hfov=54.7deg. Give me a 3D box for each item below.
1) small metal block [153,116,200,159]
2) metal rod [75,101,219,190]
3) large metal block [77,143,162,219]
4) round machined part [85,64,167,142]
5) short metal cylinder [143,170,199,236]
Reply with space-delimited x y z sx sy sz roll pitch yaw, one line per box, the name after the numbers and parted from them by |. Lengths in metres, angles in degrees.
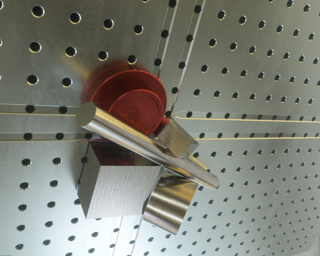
0.021 0.013 0.404 0.025 0.050 0.050 -48 164 9 | small metal block
0.010 0.039 0.400 0.025 0.025 0.301 -49 142 6 | metal rod
-0.055 0.068 0.405 0.081 0.050 0.079 5 116 -31 | large metal block
-0.035 -0.022 0.368 0.099 0.042 0.097 -14 125 -21 | round machined part
0.016 0.106 0.444 0.080 0.050 0.080 22 92 -79 | short metal cylinder
